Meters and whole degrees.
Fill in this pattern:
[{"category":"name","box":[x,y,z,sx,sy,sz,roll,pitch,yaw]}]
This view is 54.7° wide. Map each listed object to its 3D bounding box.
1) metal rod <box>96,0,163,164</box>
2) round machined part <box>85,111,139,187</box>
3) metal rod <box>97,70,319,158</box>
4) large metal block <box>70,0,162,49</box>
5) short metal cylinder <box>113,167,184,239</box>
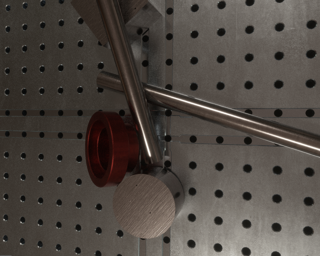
[{"category":"metal rod","box":[-0.048,-0.097,0.383,0.025,0.025,0.298,-11,103,19]},{"category":"round machined part","box":[-0.062,0.027,0.407,0.098,0.042,0.097,-1,89,58]},{"category":"metal rod","box":[0.052,-0.023,0.393,0.301,0.025,0.025,19,96,18]},{"category":"large metal block","box":[-0.058,-0.161,0.419,0.080,0.050,0.080,-40,78,15]},{"category":"short metal cylinder","box":[-0.013,0.094,0.400,0.080,0.050,0.079,1,94,16]}]
